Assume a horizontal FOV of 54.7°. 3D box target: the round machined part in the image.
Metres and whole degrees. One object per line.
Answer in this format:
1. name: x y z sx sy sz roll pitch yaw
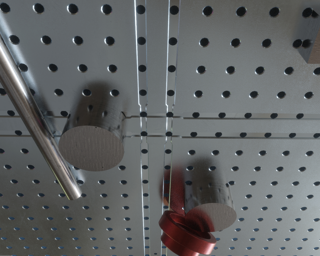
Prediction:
1. round machined part: 0.040 0.181 0.515 0.098 0.098 0.042 28 90 -22

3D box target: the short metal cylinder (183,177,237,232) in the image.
1. short metal cylinder: 0.079 0.125 0.502 0.081 0.050 0.079 0 130 0

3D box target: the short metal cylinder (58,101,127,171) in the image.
1. short metal cylinder: -0.085 0.011 0.404 0.081 0.050 0.079 0 130 0

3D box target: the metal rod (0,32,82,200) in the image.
1. metal rod: -0.162 -0.006 0.404 0.025 0.025 0.298 -7 130 6

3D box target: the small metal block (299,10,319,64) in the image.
1. small metal block: 0.186 -0.097 0.331 0.050 0.025 0.050 0 130 0
